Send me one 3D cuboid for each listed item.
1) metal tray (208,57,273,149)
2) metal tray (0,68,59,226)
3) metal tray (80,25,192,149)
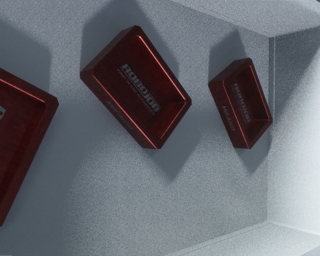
[{"bbox_3d":[0.140,-0.041,0.523,0.090,0.030,0.129,-41,115,-32],"label":"metal tray"},{"bbox_3d":[-0.159,0.012,0.270,0.090,0.030,0.130,31,70,-36],"label":"metal tray"},{"bbox_3d":[-0.023,-0.047,0.385,0.130,0.030,0.090,51,60,-28],"label":"metal tray"}]
